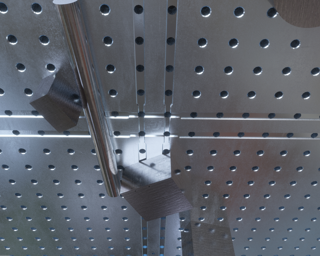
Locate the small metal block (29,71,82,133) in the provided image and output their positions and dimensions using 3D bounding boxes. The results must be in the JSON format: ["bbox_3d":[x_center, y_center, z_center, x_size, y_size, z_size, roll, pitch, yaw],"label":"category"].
[{"bbox_3d":[-0.120,-0.031,0.367,0.025,0.050,0.050,-22,127,17],"label":"small metal block"}]

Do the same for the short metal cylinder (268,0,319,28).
[{"bbox_3d":[0.136,-0.139,0.279,0.081,0.050,0.079,0,130,0],"label":"short metal cylinder"}]

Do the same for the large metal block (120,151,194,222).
[{"bbox_3d":[-0.003,0.091,0.473,0.080,0.050,0.080,-21,128,16],"label":"large metal block"}]

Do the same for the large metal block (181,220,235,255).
[{"bbox_3d":[0.087,0.225,0.569,0.081,0.080,0.050,14,129,-12],"label":"large metal block"}]

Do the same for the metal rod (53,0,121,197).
[{"bbox_3d":[-0.082,-0.012,0.399,0.025,0.025,0.298,-3,130,2],"label":"metal rod"}]
